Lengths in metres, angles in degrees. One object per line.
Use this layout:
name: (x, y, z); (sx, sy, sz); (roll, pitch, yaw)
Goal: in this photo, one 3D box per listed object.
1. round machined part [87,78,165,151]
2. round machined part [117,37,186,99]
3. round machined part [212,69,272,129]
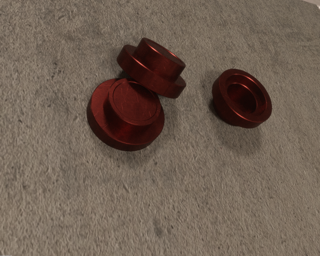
round machined part: (-0.038, -0.023, 0.388); (0.099, 0.042, 0.098); (14, 56, -21)
round machined part: (-0.005, -0.085, 0.416); (0.098, 0.042, 0.098); (30, 20, -12)
round machined part: (0.123, -0.041, 0.487); (0.099, 0.042, 0.098); (14, 56, -21)
